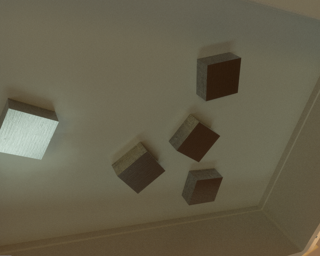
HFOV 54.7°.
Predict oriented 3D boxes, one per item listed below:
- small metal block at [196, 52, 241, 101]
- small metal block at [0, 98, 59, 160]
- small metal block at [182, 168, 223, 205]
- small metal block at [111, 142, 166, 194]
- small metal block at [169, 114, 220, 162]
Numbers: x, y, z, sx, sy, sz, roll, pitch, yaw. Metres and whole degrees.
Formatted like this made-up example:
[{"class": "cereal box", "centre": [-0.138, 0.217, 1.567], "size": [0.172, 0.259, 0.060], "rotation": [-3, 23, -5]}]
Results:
[{"class": "small metal block", "centre": [0.076, -0.068, 0.408], "size": [0.050, 0.025, 0.050], "rotation": [-16, 125, -19]}, {"class": "small metal block", "centre": [-0.144, 0.002, 0.331], "size": [0.050, 0.025, 0.050], "rotation": [18, 109, -35]}, {"class": "small metal block", "centre": [0.068, 0.095, 0.505], "size": [0.050, 0.025, 0.050], "rotation": [-1, 119, -28]}, {"class": "small metal block", "centre": [-0.029, 0.055, 0.427], "size": [0.050, 0.025, 0.050], "rotation": [-40, 130, -1]}, {"class": "small metal block", "centre": [0.050, 0.015, 0.445], "size": [0.050, 0.025, 0.050], "rotation": [30, 102, -38]}]
